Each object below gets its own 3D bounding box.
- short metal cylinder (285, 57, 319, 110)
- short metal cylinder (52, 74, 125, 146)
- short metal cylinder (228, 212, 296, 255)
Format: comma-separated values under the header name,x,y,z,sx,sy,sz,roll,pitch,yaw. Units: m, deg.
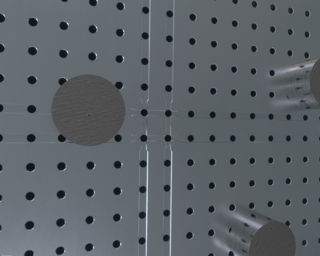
name,x,y,z,sx,sy,sz,roll,pitch,yaw
short metal cylinder,0.249,-0.070,0.491,0.081,0.050,0.079,0,90,-20
short metal cylinder,-0.086,-0.020,0.367,0.081,0.050,0.079,0,90,-20
short metal cylinder,0.149,0.170,0.455,0.081,0.050,0.079,0,90,-20
